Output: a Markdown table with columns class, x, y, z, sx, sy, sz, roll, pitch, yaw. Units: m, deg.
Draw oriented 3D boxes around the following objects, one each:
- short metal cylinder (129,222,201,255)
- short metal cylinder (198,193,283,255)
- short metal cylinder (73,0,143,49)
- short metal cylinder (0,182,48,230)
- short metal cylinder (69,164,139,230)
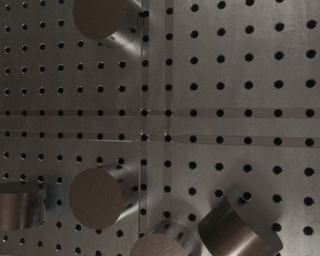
| class | x | y | z | sx | sy | sz | roll | pitch | yaw |
| --- | --- | --- | --- | --- | --- | --- | --- | --- | --- |
| short metal cylinder | 0.007 | 0.167 | 0.396 | 0.080 | 0.050 | 0.079 | 0 | 90 | 19 |
| short metal cylinder | 0.090 | 0.120 | 0.351 | 0.080 | 0.080 | 0.050 | 43 | 103 | 14 |
| short metal cylinder | -0.070 | -0.154 | 0.423 | 0.080 | 0.050 | 0.079 | 0 | 90 | 19 |
| short metal cylinder | -0.209 | 0.112 | 0.455 | 0.080 | 0.080 | 0.050 | 4 | 91 | 19 |
| short metal cylinder | -0.076 | 0.092 | 0.425 | 0.080 | 0.050 | 0.079 | 0 | 90 | 19 |
